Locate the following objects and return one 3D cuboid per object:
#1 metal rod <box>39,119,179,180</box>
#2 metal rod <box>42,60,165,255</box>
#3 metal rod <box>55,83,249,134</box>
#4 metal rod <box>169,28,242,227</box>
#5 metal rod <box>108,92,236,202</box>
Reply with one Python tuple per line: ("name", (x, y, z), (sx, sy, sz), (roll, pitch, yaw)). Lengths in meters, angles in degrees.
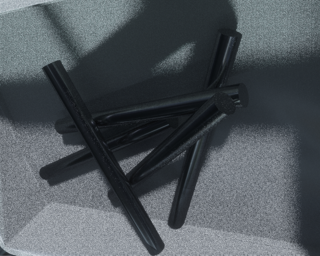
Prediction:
("metal rod", (-0.097, 0.036, 0.479), (0.299, 0.025, 0.025), (-23, 106, 36))
("metal rod", (-0.071, 0.049, 0.424), (0.025, 0.025, 0.299), (-18, 105, 35))
("metal rod", (-0.036, -0.017, 0.396), (0.300, 0.025, 0.025), (-7, 115, 37))
("metal rod", (0.048, 0.024, 0.397), (0.025, 0.025, 0.298), (21, 126, 15))
("metal rod", (-0.008, 0.044, 0.402), (0.025, 0.025, 0.298), (43, 140, -2))
